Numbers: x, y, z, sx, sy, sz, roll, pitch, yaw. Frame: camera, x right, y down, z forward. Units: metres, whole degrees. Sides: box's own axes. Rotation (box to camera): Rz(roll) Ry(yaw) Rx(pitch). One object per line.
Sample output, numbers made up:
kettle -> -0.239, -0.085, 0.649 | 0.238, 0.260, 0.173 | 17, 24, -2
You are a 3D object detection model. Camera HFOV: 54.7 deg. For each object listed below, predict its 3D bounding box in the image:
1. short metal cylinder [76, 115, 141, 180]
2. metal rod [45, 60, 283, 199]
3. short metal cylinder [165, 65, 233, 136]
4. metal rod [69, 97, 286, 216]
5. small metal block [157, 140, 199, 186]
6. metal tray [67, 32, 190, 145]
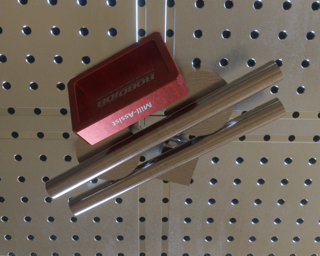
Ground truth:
short metal cylinder -> -0.064, 0.021, 0.407 | 0.081, 0.050, 0.079 | 0, 110, -1
metal rod -> -0.003, 0.007, 0.361 | 0.301, 0.025, 0.025 | -28, 108, 9
short metal cylinder -> 0.047, -0.036, 0.388 | 0.081, 0.050, 0.079 | 0, 110, -1
metal rod -> 0.015, 0.041, 0.401 | 0.301, 0.025, 0.025 | -27, 108, 9
small metal block -> 0.022, 0.048, 0.430 | 0.050, 0.025, 0.050 | 14, 109, -6
metal tray -> -0.042, -0.047, 0.359 | 0.130, 0.090, 0.030 | -27, 140, 9
